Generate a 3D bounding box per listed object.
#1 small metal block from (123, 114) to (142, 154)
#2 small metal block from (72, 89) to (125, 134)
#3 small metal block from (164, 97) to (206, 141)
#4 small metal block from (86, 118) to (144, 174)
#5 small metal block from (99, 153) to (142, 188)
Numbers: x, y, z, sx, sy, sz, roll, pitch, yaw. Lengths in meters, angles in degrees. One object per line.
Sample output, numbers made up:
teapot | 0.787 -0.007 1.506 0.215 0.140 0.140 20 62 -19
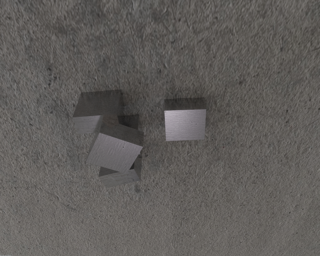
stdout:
small metal block | -0.051 0.010 0.398 0.050 0.050 0.025 -5 130 4
small metal block | -0.072 -0.020 0.373 0.050 0.050 0.025 -4 130 3
small metal block | 0.032 -0.011 0.398 0.050 0.025 0.050 -2 130 1
small metal block | -0.052 0.022 0.360 0.050 0.025 0.050 19 127 -16
small metal block | -0.054 0.052 0.434 0.050 0.050 0.025 -14 129 11
